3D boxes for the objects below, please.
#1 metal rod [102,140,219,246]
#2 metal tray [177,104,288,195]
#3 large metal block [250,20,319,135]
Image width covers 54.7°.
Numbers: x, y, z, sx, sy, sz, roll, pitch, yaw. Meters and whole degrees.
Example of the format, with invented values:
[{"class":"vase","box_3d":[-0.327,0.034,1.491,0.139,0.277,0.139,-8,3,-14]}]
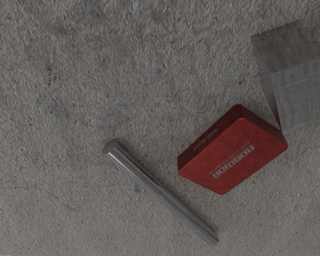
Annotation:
[{"class":"metal rod","box_3d":[0.016,0.119,0.508,0.025,0.025,0.300,-28,125,22]},{"class":"metal tray","box_3d":[0.098,0.036,0.436,0.090,0.030,0.129,29,124,-23]},{"class":"large metal block","box_3d":[0.138,-0.054,0.327,0.050,0.080,0.080,-17,128,14]}]
